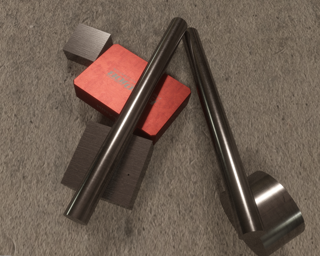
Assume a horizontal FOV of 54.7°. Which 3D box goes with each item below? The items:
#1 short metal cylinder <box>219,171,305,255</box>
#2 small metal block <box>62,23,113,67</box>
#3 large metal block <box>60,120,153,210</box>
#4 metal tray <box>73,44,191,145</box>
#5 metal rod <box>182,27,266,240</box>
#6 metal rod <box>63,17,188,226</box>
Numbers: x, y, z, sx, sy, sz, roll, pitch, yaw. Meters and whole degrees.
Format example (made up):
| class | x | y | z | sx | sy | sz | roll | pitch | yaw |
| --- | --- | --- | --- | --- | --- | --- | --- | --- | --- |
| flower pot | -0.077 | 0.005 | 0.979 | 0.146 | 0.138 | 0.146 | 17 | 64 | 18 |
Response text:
| class | x | y | z | sx | sy | sz | roll | pitch | yaw |
| --- | --- | --- | --- | --- | --- | --- | --- | --- | --- |
| short metal cylinder | 0.111 | 0.095 | 0.346 | 0.050 | 0.080 | 0.080 | -29 | 73 | -10 |
| small metal block | -0.104 | -0.118 | 0.450 | 0.050 | 0.025 | 0.050 | 22 | 71 | 7 |
| large metal block | -0.060 | 0.047 | 0.377 | 0.080 | 0.050 | 0.080 | 18 | 71 | 6 |
| metal tray | -0.036 | -0.047 | 0.414 | 0.130 | 0.030 | 0.090 | 34 | 63 | 11 |
| metal rod | 0.064 | -0.021 | 0.372 | 0.025 | 0.025 | 0.299 | -7 | 53 | -3 |
| metal rod | -0.027 | -0.030 | 0.372 | 0.025 | 0.025 | 0.300 | 21 | 61 | 7 |
